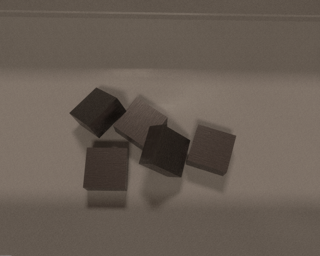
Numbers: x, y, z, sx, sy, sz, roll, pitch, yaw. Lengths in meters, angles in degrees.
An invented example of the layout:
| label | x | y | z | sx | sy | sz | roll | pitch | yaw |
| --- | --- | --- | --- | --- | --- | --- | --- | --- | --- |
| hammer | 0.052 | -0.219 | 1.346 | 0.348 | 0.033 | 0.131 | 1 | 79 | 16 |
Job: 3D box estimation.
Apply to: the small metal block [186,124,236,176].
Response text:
| label | x | y | z | sx | sy | sz | roll | pitch | yaw |
| --- | --- | --- | --- | --- | --- | --- | --- | --- | --- |
| small metal block | 0.065 | 0.029 | 0.400 | 0.050 | 0.025 | 0.050 | 17 | 71 | 6 |

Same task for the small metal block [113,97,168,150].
| label | x | y | z | sx | sy | sz | roll | pitch | yaw |
| --- | --- | --- | --- | --- | --- | --- | --- | --- | --- |
| small metal block | -0.025 | -0.004 | 0.411 | 0.050 | 0.025 | 0.050 | 34 | 73 | 11 |

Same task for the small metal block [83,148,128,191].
| label | x | y | z | sx | sy | sz | roll | pitch | yaw |
| --- | --- | --- | --- | --- | --- | --- | --- | --- | --- |
| small metal block | -0.066 | 0.052 | 0.390 | 0.050 | 0.025 | 0.050 | 1 | 70 | 0 |

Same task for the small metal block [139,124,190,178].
| label | x | y | z | sx | sy | sz | roll | pitch | yaw |
| --- | --- | --- | --- | --- | --- | --- | --- | --- | --- |
| small metal block | 0.007 | 0.029 | 0.384 | 0.050 | 0.025 | 0.050 | 30 | 66 | -36 |

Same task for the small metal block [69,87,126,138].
| label | x | y | z | sx | sy | sz | roll | pitch | yaw |
| --- | --- | --- | --- | --- | --- | --- | --- | --- | --- |
| small metal block | -0.081 | -0.021 | 0.405 | 0.050 | 0.025 | 0.050 | 28 | 69 | 42 |
